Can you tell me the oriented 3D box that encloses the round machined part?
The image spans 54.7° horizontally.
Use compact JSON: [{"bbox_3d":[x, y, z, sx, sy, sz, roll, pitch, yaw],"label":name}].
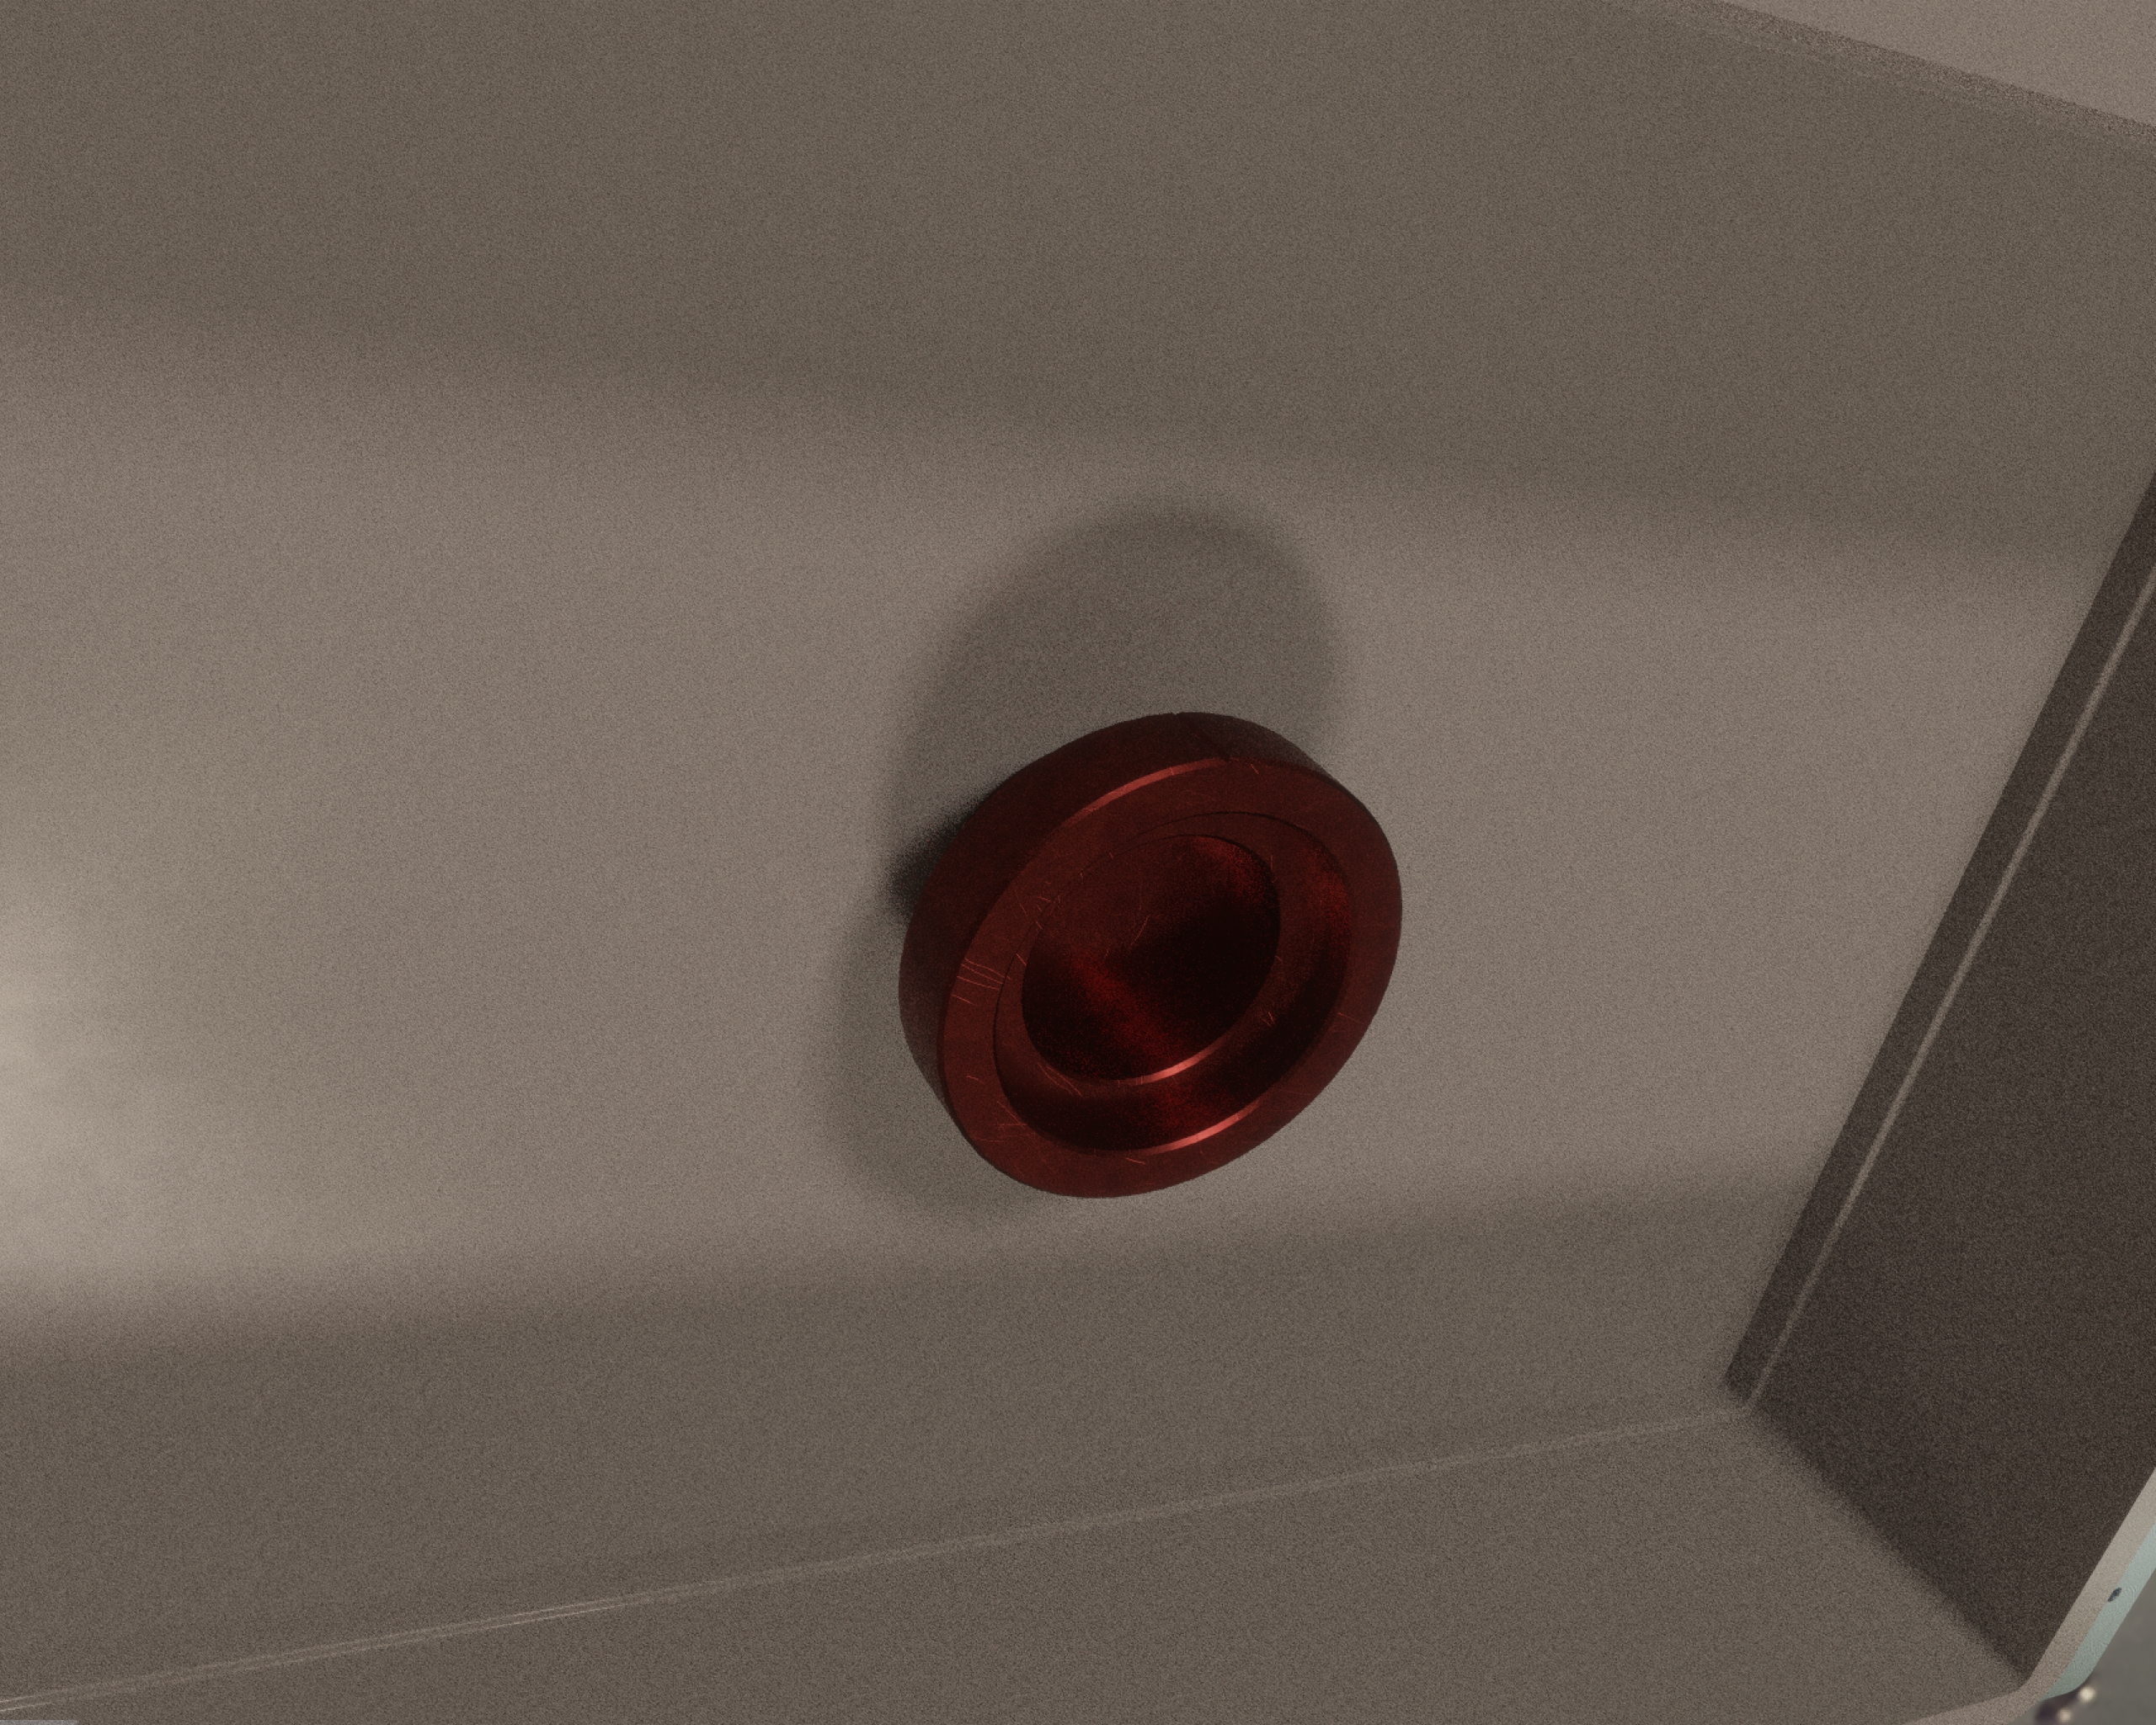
[{"bbox_3d":[0.011,0.014,0.409,0.099,0.042,0.097,-14,125,-21],"label":"round machined part"}]
